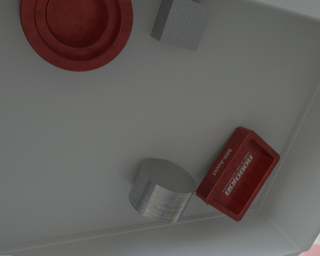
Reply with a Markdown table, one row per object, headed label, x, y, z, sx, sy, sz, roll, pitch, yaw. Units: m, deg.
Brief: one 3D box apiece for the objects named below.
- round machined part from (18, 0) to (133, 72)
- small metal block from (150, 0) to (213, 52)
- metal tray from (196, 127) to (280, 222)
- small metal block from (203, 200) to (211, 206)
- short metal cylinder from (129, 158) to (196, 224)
| label | x | y | z | sx | sy | sz | roll | pitch | yaw |
| --- | --- | --- | --- | --- | --- | --- | --- | --- | --- |
| round machined part | -0.079 | -0.106 | 0.290 | 0.099 | 0.042 | 0.097 | -14 | 125 | -21 |
| small metal block | 0.024 | -0.119 | 0.349 | 0.050 | 0.025 | 0.050 | 7 | 115 | -32 |
| metal tray | 0.127 | 0.075 | 0.497 | 0.090 | 0.030 | 0.130 | 37 | 85 | -30 |
| small metal block | 0.101 | 0.102 | 0.530 | 0.050 | 0.025 | 0.050 | -4 | 120 | -27 |
| short metal cylinder | 0.003 | 0.085 | 0.429 | 0.081 | 0.080 | 0.050 | 10 | 113 | -33 |
